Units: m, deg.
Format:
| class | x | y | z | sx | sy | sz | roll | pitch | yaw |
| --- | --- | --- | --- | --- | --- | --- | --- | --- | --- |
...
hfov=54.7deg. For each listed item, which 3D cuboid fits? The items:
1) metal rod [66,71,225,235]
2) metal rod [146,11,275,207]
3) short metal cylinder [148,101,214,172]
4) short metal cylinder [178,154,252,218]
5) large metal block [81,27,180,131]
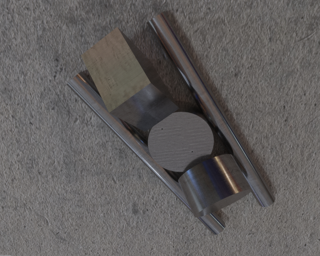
| class | x | y | z | sx | sy | sz | roll | pitch | yaw |
| --- | --- | --- | --- | --- | --- | --- | --- | --- | --- |
| metal rod | -0.010 | 0.044 | 0.426 | 0.025 | 0.025 | 0.300 | -39 | 106 | 13 |
| metal rod | 0.075 | -0.012 | 0.407 | 0.025 | 0.025 | 0.299 | -31 | 108 | 10 |
| short metal cylinder | 0.025 | 0.010 | 0.401 | 0.081 | 0.050 | 0.079 | 0 | 110 | 0 |
| short metal cylinder | 0.071 | 0.076 | 0.404 | 0.080 | 0.080 | 0.050 | -30 | 65 | 10 |
| large metal block | -0.031 | -0.050 | 0.346 | 0.050 | 0.080 | 0.080 | -35 | 65 | 12 |
